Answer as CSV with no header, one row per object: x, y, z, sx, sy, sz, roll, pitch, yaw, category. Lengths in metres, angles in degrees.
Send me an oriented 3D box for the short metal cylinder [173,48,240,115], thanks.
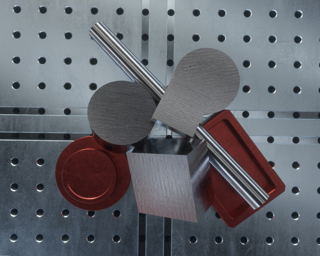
0.056,-0.057,0.398,0.081,0.050,0.079,0,90,0,short metal cylinder

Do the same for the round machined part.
-0.087,0.059,0.400,0.099,0.042,0.097,0,90,0,round machined part

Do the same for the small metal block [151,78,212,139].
0.024,-0.021,0.357,0.050,0.025,0.050,26,82,0,small metal block

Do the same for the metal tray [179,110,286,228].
0.088,0.052,0.408,0.090,0.030,0.130,-36,90,0,metal tray

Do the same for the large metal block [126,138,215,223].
0.014,0.059,0.371,0.080,0.050,0.079,-1,107,33,large metal block

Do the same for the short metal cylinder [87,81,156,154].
-0.047,-0.012,0.386,0.081,0.050,0.080,2,73,-8,short metal cylinder

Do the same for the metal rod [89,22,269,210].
0.017,-0.022,0.385,0.025,0.025,0.300,-43,81,0,metal rod
